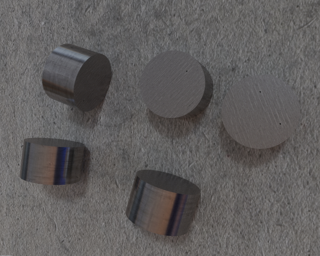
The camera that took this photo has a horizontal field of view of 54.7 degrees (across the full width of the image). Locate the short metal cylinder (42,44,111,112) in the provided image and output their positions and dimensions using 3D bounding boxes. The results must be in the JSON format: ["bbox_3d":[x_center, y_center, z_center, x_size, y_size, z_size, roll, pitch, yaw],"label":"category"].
[{"bbox_3d":[-0.110,-0.068,0.419,0.050,0.080,0.080,21,97,19],"label":"short metal cylinder"}]

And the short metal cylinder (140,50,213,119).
[{"bbox_3d":[0.022,-0.052,0.388,0.080,0.050,0.080,0,90,20],"label":"short metal cylinder"}]

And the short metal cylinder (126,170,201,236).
[{"bbox_3d":[0.004,0.088,0.378,0.080,0.080,0.050,18,96,19],"label":"short metal cylinder"}]

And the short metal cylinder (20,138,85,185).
[{"bbox_3d":[-0.149,0.044,0.432,0.080,0.080,0.050,9,93,20],"label":"short metal cylinder"}]

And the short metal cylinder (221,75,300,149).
[{"bbox_3d":[0.115,-0.018,0.355,0.080,0.050,0.080,0,90,20],"label":"short metal cylinder"}]
